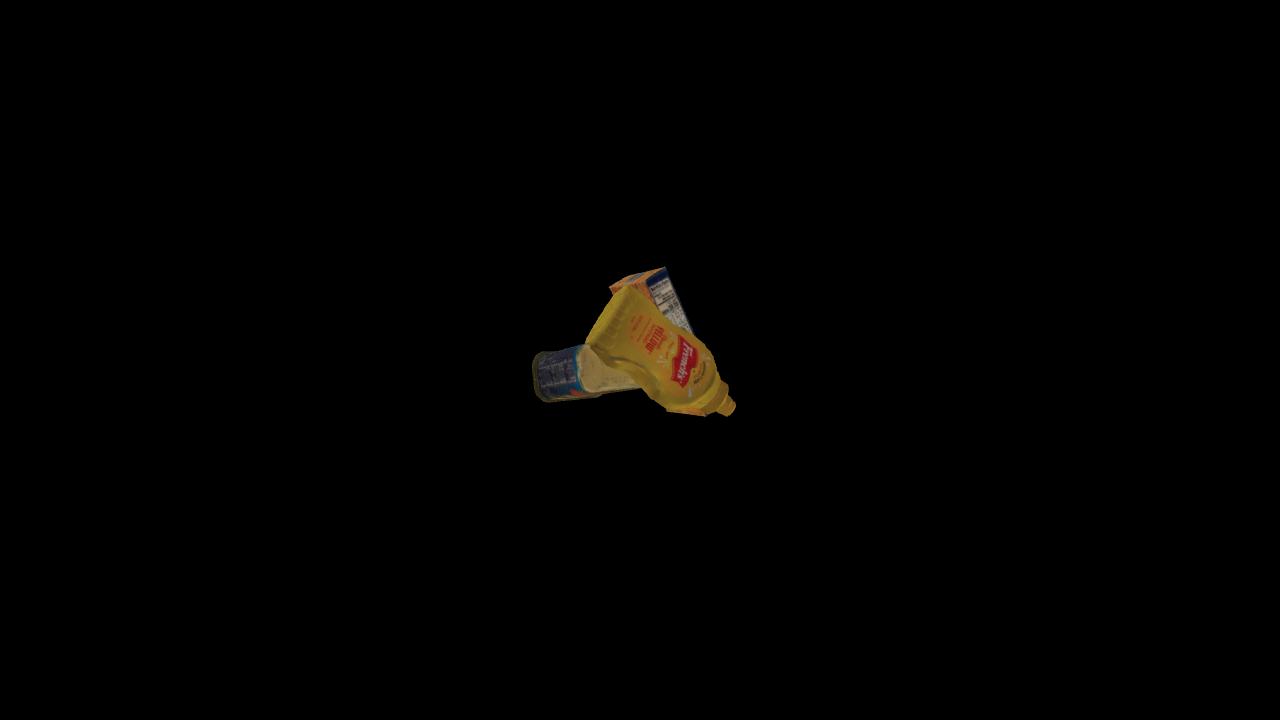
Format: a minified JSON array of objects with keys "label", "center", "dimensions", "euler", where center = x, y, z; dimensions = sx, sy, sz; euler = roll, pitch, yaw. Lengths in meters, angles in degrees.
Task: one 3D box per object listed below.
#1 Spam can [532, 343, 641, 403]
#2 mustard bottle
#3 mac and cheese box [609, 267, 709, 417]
[{"label":"Spam can","center":[-0.053,0.012,0.677],"dimensions":[0.101,0.058,0.085],"euler":[-4,-6,-43]},{"label":"mustard bottle","center":[0.033,0.005,0.674],"dimensions":[0.184,0.092,0.054],"euler":[37,-36,-15]},{"label":"mac and cheese box","center":[0.033,-0.019,0.762],"dimensions":[0.041,0.184,0.093],"euler":[-32,16,-24]}]
